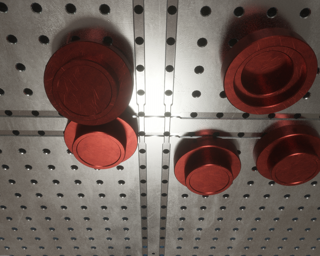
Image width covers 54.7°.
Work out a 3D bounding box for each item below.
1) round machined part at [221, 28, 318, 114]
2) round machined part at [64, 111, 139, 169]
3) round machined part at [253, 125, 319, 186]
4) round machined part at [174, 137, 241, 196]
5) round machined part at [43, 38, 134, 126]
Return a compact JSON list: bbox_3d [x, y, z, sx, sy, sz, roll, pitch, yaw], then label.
[{"bbox_3d":[0.117,-0.066,0.346,0.099,0.042,0.097,-1,130,0],"label":"round machined part"},{"bbox_3d":[-0.079,0.018,0.414,0.099,0.042,0.097,0,130,0],"label":"round machined part"},{"bbox_3d":[0.188,0.046,0.442,0.099,0.042,0.097,-1,130,0],"label":"round machined part"},{"bbox_3d":[0.070,0.062,0.455,0.099,0.042,0.097,0,130,0],"label":"round machined part"},{"bbox_3d":[-0.079,-0.047,0.343,0.099,0.042,0.097,-1,114,-1],"label":"round machined part"}]
